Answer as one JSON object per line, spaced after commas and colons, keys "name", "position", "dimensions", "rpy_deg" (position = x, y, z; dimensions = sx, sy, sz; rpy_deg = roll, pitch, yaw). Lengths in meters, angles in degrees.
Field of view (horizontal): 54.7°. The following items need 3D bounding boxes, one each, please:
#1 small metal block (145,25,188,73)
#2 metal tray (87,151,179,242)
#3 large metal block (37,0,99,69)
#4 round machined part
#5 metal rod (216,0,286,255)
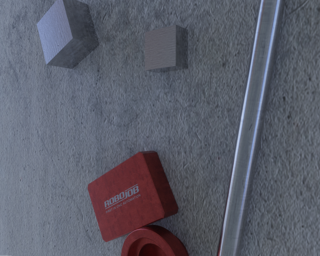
{"name": "small metal block", "position": [0.008, -0.100, 0.399], "dimensions": [0.050, 0.025, 0.050], "rpy_deg": [1, 90, 40]}
{"name": "metal tray", "position": [-0.044, 0.098, 0.438], "dimensions": [0.130, 0.030, 0.090], "rpy_deg": [-34, 69, 34]}
{"name": "large metal block", "position": [-0.155, -0.156, 0.516], "dimensions": [0.080, 0.050, 0.080], "rpy_deg": [-28, 73, 36]}
{"name": "round machined part", "position": [-0.001, 0.173, 0.395], "dimensions": [0.098, 0.042, 0.097], "rpy_deg": [0, 91, 39]}
{"name": "metal rod", "position": [0.095, 0.004, 0.326], "dimensions": [0.025, 0.025, 0.298], "rpy_deg": [13, 98, 39]}
